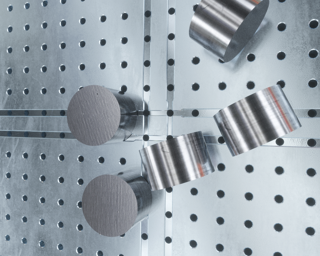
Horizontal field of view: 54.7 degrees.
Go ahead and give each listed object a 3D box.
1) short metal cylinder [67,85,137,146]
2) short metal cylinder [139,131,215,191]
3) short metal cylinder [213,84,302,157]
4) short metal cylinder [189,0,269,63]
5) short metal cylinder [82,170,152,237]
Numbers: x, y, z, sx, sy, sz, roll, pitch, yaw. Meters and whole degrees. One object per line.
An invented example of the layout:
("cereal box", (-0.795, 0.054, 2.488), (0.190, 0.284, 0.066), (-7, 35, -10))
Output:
("short metal cylinder", (-0.079, -0.016, 0.427), (0.080, 0.050, 0.079), (0, 90, 20))
("short metal cylinder", (0.020, 0.040, 0.376), (0.080, 0.080, 0.050), (-19, 84, 19))
("short metal cylinder", (0.107, -0.007, 0.346), (0.080, 0.080, 0.050), (-27, 81, 18))
("short metal cylinder", (0.079, -0.123, 0.356), (0.050, 0.080, 0.080), (40, 103, 15))
("short metal cylinder", (-0.057, 0.099, 0.419), (0.080, 0.050, 0.080), (0, 90, 20))
